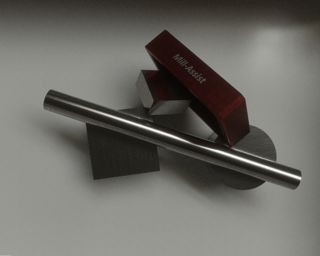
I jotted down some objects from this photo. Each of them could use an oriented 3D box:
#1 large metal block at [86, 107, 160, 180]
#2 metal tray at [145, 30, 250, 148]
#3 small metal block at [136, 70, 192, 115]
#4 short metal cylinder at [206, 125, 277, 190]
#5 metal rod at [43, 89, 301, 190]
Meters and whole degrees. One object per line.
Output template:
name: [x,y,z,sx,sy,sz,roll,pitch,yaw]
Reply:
large metal block: [-0.045,0.018,0.397,0.081,0.050,0.080,-8,90,-1]
metal tray: [0.043,-0.044,0.353,0.030,0.090,0.130,-41,61,-1]
small metal block: [0.004,-0.044,0.376,0.050,0.025,0.050,-4,54,-27]
short metal cylinder: [0.101,0.035,0.399,0.081,0.050,0.079,0,90,-1]
metal rod: [0.015,0.014,0.359,0.302,0.025,0.025,18,90,-1]
